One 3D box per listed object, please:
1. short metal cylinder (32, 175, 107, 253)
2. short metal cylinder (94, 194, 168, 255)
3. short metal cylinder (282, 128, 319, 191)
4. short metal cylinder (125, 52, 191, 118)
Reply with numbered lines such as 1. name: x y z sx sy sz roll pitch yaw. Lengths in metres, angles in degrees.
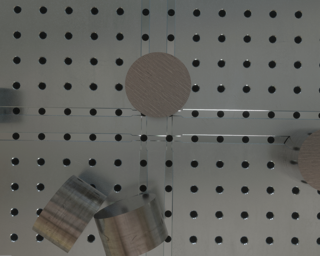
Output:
1. short metal cylinder: -0.110 0.105 0.385 0.050 0.080 0.080 35 90 0
2. short metal cylinder: -0.036 0.120 0.386 0.080 0.080 0.050 -17 90 0
3. short metal cylinder: 0.209 0.039 0.402 0.081 0.050 0.079 0 90 0
4. short metal cylinder: -0.002 -0.053 0.401 0.081 0.050 0.079 0 90 0
